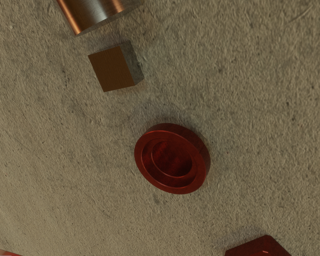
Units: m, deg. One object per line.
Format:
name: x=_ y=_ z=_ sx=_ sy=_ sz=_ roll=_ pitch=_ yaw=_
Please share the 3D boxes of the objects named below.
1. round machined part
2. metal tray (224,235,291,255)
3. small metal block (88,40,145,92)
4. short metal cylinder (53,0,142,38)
round machined part: x=0.019 y=0.036 z=0.407 sx=0.098 sy=0.042 sz=0.097 roll=13 pitch=124 yaw=20
metal tray: x=0.167 y=0.223 z=0.453 sx=0.130 sy=0.030 sz=0.090 roll=44 pitch=129 yaw=-3
small metal block: x=-0.054 y=-0.076 z=0.387 sx=0.050 sy=0.025 sz=0.050 roll=-7 pitch=115 yaw=31
short metal cylinder: x=-0.066 y=-0.135 z=0.321 sx=0.080 sy=0.080 sz=0.050 roll=-15 pitch=111 yaw=34
